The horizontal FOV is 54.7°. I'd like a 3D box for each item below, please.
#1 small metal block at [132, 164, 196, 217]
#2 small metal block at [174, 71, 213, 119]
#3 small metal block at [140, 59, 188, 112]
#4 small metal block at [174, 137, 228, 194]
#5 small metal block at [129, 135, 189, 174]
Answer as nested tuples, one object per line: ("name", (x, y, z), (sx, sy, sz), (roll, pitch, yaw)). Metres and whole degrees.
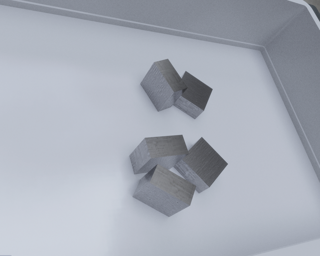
("small metal block", (0.004, 0.072, 0.349), (0.050, 0.050, 0.025), (31, 52, -9))
("small metal block", (0.045, -0.049, 0.462), (0.050, 0.025, 0.050), (33, 51, -7))
("small metal block", (0.004, -0.059, 0.429), (0.025, 0.050, 0.050), (-23, 74, -36))
("small metal block", (0.053, 0.048, 0.407), (0.050, 0.025, 0.050), (46, 51, 4))
("small metal block", (-0.002, 0.032, 0.370), (0.050, 0.050, 0.025), (-4, 64, -30))
